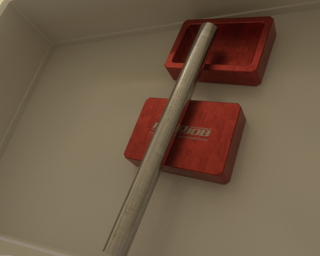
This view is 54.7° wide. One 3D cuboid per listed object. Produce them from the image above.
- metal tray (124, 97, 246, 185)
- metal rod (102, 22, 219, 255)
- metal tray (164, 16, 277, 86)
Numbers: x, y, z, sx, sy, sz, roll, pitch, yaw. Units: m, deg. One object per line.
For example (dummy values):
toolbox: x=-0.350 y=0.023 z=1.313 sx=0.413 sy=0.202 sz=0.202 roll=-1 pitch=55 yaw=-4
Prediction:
metal tray: x=0.029 y=0.011 z=0.380 sx=0.130 sy=0.030 sz=0.090 roll=7 pitch=65 yaw=31
metal rod: x=0.010 y=-0.002 z=0.361 sx=0.025 sy=0.025 sz=0.300 roll=11 pitch=67 yaw=32
metal tray: x=0.081 y=-0.107 z=0.424 sx=0.130 sy=0.030 sz=0.090 roll=10 pitch=66 yaw=32
